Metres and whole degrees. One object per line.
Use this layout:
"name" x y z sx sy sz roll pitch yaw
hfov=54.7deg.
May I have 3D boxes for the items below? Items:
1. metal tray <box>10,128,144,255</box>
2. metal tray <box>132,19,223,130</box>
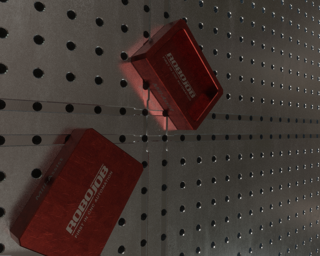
"metal tray" -0.083 0.076 0.338 0.090 0.030 0.130 41 65 -33
"metal tray" 0.030 -0.071 0.432 0.090 0.030 0.130 -51 120 -28
